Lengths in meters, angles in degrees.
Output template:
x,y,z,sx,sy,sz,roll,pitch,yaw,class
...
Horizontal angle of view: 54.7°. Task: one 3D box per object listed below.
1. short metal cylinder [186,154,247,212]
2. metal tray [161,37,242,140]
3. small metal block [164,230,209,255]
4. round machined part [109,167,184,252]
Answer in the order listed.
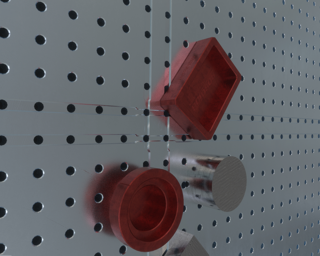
x,y,z,sx,sy,sz,roll,pitch,yaw,class
0.085,0.080,0.465,0.081,0.050,0.079,0,90,-40,short metal cylinder
0.066,-0.058,0.461,0.090,0.030,0.130,45,63,-31,metal tray
0.037,0.185,0.442,0.050,0.025,0.050,-49,119,-29,small metal block
-0.020,0.096,0.382,0.099,0.042,0.097,0,90,-40,round machined part
